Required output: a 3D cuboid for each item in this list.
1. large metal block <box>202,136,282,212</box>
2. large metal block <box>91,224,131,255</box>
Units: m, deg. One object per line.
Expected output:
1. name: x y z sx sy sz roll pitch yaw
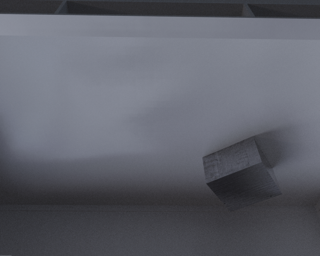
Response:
1. large metal block: 0.119 0.069 0.453 0.080 0.050 0.080 -26 126 20
2. large metal block: -0.089 0.238 0.577 0.050 0.080 0.080 -8 130 6
